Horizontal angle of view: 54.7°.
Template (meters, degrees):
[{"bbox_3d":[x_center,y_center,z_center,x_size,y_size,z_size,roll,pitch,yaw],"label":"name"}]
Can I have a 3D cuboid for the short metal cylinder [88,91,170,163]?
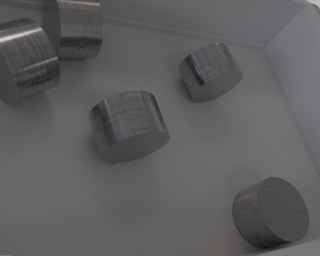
[{"bbox_3d":[-0.035,0.001,0.351,0.081,0.080,0.050,-7,65,-31],"label":"short metal cylinder"}]

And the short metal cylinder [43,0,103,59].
[{"bbox_3d":[-0.111,-0.128,0.389,0.050,0.080,0.080,-9,66,-32],"label":"short metal cylinder"}]

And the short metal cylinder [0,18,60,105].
[{"bbox_3d":[-0.153,-0.071,0.331,0.050,0.080,0.080,-34,81,-38],"label":"short metal cylinder"}]

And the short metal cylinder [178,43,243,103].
[{"bbox_3d":[0.074,-0.080,0.459,0.081,0.080,0.050,-11,68,-33],"label":"short metal cylinder"}]

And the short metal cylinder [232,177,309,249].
[{"bbox_3d":[0.142,0.109,0.399,0.081,0.050,0.080,14,56,-21],"label":"short metal cylinder"}]
